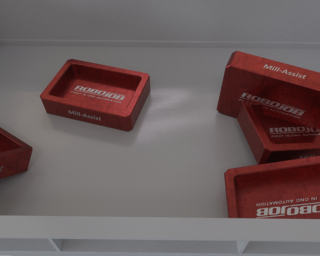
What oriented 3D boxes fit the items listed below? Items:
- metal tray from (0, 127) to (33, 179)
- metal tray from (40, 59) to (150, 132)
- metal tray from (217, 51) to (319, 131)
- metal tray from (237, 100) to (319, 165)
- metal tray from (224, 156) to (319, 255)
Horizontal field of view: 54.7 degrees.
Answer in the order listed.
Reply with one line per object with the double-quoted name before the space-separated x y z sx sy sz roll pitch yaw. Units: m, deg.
"metal tray" -0.218 0.027 0.328 0.090 0.030 0.131 27 17 19
"metal tray" -0.089 -0.050 0.442 0.131 0.030 0.090 13 51 10
"metal tray" 0.145 -0.039 0.395 0.130 0.090 0.030 19 56 14
"metal tray" 0.172 0.002 0.379 0.131 0.030 0.090 -2 43 -7
"metal tray" 0.135 0.077 0.309 0.130 0.030 0.090 -11 48 16
